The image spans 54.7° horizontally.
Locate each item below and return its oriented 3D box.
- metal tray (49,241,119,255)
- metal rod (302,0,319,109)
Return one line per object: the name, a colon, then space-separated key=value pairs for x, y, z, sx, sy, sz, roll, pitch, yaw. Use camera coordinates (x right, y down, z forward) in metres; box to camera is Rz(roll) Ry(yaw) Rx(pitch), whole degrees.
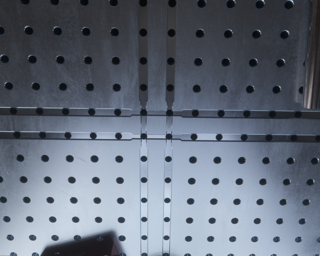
metal tray: x=-0.125 y=0.240 z=0.497 sx=0.131 sy=0.030 sz=0.089 roll=-15 pitch=110 yaw=5
metal rod: x=0.185 y=-0.168 z=0.353 sx=0.025 sy=0.025 sz=0.298 roll=-5 pitch=110 yaw=2
